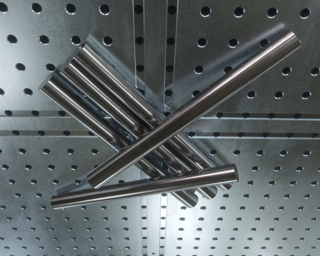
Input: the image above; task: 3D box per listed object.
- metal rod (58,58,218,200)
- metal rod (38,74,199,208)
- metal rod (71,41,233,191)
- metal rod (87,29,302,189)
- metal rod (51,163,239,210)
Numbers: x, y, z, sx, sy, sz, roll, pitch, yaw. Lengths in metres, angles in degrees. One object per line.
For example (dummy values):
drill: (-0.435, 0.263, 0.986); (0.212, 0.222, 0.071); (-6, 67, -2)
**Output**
metal rod: (-0.012, 0.017, 0.425); (0.025, 0.025, 0.300); (-32, 124, 24)
metal rod: (-0.041, 0.034, 0.440); (0.025, 0.025, 0.300); (-32, 124, 24)
metal rod: (0.008, 0.001, 0.413); (0.025, 0.025, 0.300); (-33, 123, 24)
metal rod: (0.028, -0.012, 0.375); (0.300, 0.025, 0.025); (-36, 122, 16)
metal rod: (-0.036, 0.091, 0.461); (0.301, 0.025, 0.025); (-13, 130, 21)
